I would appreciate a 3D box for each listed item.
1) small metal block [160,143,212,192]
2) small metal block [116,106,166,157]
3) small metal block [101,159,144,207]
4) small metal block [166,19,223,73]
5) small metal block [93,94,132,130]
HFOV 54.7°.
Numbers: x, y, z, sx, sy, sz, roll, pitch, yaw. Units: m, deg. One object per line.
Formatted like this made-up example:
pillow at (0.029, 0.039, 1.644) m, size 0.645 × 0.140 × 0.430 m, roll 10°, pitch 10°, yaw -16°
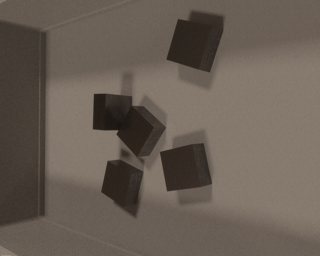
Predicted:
small metal block at (0.031, 0.048, 0.380) m, size 0.050 × 0.025 × 0.050 m, roll -17°, pitch 79°, yaw 38°
small metal block at (-0.027, 0.004, 0.427) m, size 0.050 × 0.025 × 0.050 m, roll 44°, pitch 116°, yaw 30°
small metal block at (-0.055, 0.079, 0.450) m, size 0.050 × 0.025 × 0.050 m, roll 22°, pitch 104°, yaw 37°
small metal block at (0.041, -0.099, 0.372) m, size 0.050 × 0.025 × 0.050 m, roll 26°, pitch 106°, yaw 36°
small metal block at (-0.067, -0.022, 0.444) m, size 0.025 × 0.050 × 0.050 m, roll 4°, pitch 93°, yaw 40°
